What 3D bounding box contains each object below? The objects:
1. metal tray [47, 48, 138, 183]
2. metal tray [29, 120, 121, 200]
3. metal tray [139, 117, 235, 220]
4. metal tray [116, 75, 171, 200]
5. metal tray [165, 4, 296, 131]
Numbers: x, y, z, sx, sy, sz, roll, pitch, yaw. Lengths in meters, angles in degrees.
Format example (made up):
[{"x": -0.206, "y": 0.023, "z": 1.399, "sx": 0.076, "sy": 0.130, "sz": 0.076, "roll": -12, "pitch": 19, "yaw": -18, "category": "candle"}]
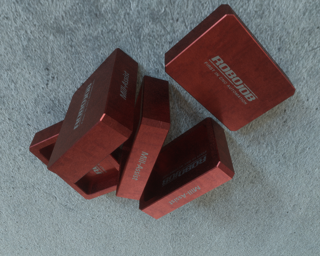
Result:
[{"x": -0.066, "y": -0.018, "z": 0.324, "sx": 0.030, "sy": 0.130, "sz": 0.090, "roll": 36, "pitch": 121, "yaw": -27, "category": "metal tray"}, {"x": -0.105, "y": 0.044, "z": 0.442, "sx": 0.090, "sy": 0.030, "sz": 0.130, "roll": -23, "pitch": 127, "yaw": 18, "category": "metal tray"}, {"x": 0.030, "y": 0.053, "z": 0.412, "sx": 0.130, "sy": 0.090, "sz": 0.030, "roll": -36, "pitch": 122, "yaw": 26, "category": "metal tray"}, {"x": -0.022, "y": 0.014, "z": 0.377, "sx": 0.030, "sy": 0.090, "sz": 0.129, "roll": 13, "pitch": 129, "yaw": -11, "category": "metal tray"}, {"x": 0.080, "y": -0.061, "z": 0.354, "sx": 0.090, "sy": 0.030, "sz": 0.130, "roll": -37, "pitch": 122, "yaw": 26, "category": "metal tray"}]
